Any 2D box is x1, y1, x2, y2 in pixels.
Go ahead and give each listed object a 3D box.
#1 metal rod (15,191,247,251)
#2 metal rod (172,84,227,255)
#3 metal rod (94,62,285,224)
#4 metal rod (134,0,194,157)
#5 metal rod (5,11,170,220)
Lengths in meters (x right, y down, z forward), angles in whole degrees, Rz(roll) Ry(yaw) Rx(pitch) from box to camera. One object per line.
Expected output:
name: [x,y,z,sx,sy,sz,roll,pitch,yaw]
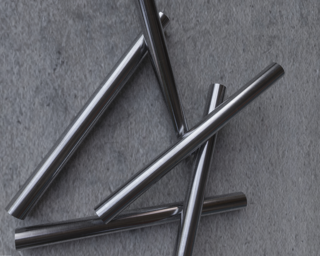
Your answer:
metal rod: [-0.021,0.116,0.402,0.303,0.025,0.025,-4,92,-20]
metal rod: [0.047,0.083,0.404,0.025,0.025,0.299,19,75,-19]
metal rod: [0.045,0.012,0.395,0.301,0.025,0.025,-38,103,-11]
metal rod: [-0.004,-0.102,0.382,0.025,0.025,0.298,-22,107,-19]
metal rod: [-0.080,-0.024,0.380,0.025,0.025,0.300,38,78,-17]
